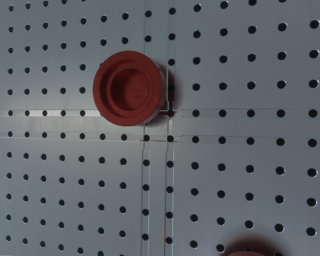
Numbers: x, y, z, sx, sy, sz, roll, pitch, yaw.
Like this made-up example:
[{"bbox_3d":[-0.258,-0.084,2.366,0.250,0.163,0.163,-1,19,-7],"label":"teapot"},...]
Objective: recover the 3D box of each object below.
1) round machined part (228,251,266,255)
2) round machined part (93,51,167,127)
[{"bbox_3d":[0.108,0.194,0.366,0.098,0.042,0.097,0,90,20],"label":"round machined part"},{"bbox_3d":[-0.037,-0.051,0.417,0.098,0.042,0.097,0,90,20],"label":"round machined part"}]
